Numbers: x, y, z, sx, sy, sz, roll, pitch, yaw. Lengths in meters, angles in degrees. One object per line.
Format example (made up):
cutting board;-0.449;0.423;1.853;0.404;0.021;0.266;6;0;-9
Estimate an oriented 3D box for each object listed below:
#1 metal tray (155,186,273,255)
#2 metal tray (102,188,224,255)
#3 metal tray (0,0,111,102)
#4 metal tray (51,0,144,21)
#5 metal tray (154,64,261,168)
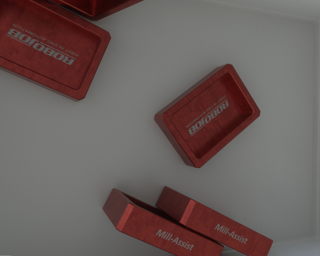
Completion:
metal tray;0.068;0.123;0.402;0.131;0.090;0.030;30;80;-18
metal tray;0.001;0.121;0.377;0.131;0.090;0.030;30;80;-18
metal tray;-0.135;-0.096;0.358;0.131;0.030;0.090;24;82;-19
metal tray;-0.087;-0.159;0.313;0.131;0.090;0.030;11;76;-51
metal tray;0.069;-0.018;0.434;0.131;0.030;0.090;-38;103;-16
